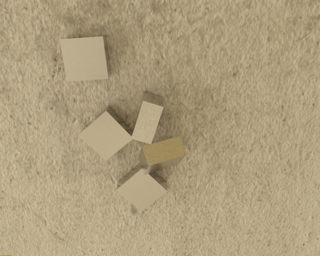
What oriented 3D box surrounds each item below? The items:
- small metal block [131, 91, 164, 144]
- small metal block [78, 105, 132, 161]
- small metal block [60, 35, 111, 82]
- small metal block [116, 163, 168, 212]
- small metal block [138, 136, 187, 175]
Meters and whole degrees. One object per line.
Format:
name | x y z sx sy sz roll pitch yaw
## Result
small metal block | -0.015 -0.014 0.391 0.025 0.050 0.050 17 109 -6
small metal block | -0.070 0.007 0.411 0.050 0.025 0.050 -39 106 13
small metal block | -0.089 -0.085 0.377 0.050 0.025 0.050 -4 110 1
small metal block | -0.025 0.083 0.440 0.050 0.025 0.050 -41 106 13
small metal block | 0.002 0.036 0.400 0.050 0.050 0.025 -15 73 -15
